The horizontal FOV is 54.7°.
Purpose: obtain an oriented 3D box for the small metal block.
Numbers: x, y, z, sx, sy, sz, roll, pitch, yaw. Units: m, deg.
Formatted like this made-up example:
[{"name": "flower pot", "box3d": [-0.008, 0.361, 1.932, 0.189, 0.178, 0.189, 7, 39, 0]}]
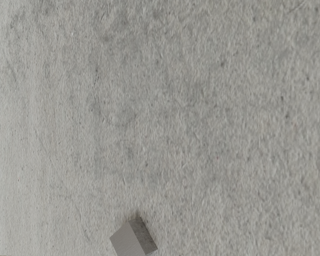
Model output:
[{"name": "small metal block", "box3d": [-0.038, 0.162, 0.434, 0.050, 0.025, 0.050, -47, 62, 29]}]
